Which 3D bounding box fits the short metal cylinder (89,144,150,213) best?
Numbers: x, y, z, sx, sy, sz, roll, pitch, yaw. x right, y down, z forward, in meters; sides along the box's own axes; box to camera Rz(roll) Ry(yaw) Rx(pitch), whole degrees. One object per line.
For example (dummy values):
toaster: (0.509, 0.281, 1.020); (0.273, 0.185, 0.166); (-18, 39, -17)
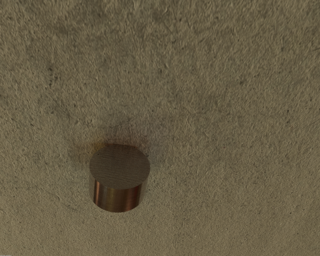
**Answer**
short metal cylinder: (-0.057, 0.068, 0.429); (0.080, 0.080, 0.050); (7, 130, -6)
